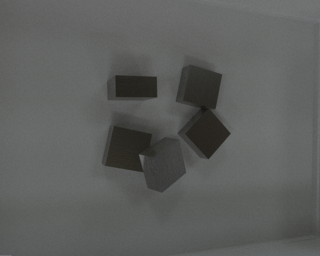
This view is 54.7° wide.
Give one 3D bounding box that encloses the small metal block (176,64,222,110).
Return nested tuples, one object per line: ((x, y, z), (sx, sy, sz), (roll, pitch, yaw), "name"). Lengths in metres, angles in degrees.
((0.054, -0.056, 0.432), (0.050, 0.025, 0.050), (13, 86, -20), "small metal block")

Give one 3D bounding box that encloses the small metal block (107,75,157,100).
((-0.036, -0.049, 0.385), (0.050, 0.050, 0.025), (-2, 91, -20), "small metal block")

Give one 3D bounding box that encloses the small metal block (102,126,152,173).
((-0.042, 0.027, 0.396), (0.050, 0.025, 0.050), (13, 86, -20), "small metal block")

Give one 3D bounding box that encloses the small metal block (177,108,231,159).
((0.062, 0.008, 0.435), (0.050, 0.025, 0.050), (-47, 105, -14), "small metal block")

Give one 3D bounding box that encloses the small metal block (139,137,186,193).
((0.005, 0.046, 0.398), (0.050, 0.025, 0.050), (-32, 118, -41), "small metal block")
